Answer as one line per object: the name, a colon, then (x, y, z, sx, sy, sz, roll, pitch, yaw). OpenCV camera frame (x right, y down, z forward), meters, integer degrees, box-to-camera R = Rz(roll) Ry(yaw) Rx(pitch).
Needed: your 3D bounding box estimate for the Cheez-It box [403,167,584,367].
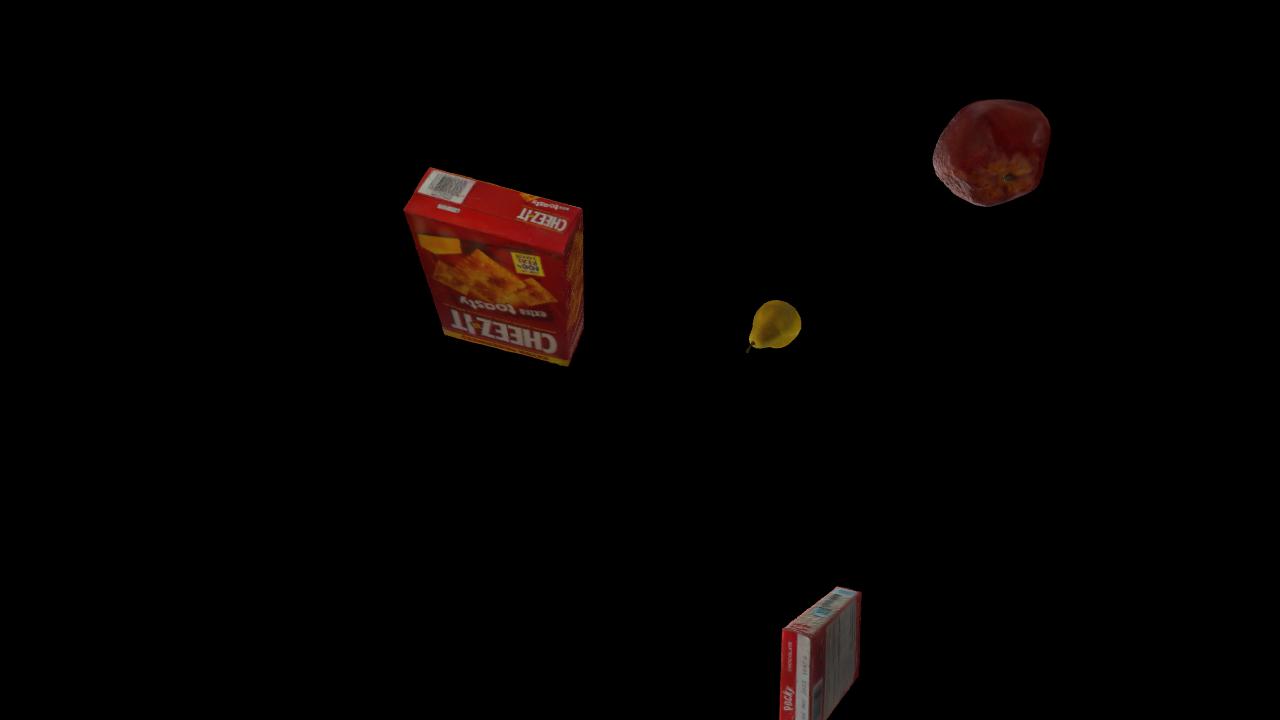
Cheez-It box: (-0.150, -0.091, 0.683, 0.166, 0.071, 0.223, 16, -30, 3)

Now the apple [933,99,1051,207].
apple: (0.271, -0.159, 0.472, 0.079, 0.079, 0.093, 0, 36, 14)

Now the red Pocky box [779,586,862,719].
red Pocky box: (0.160, 0.256, 0.534, 0.028, 0.083, 0.155, 0, -5, 33)

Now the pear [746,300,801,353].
pear: (0.200, -0.048, 0.961, 0.080, 0.080, 0.111, 0, 20, 45)
